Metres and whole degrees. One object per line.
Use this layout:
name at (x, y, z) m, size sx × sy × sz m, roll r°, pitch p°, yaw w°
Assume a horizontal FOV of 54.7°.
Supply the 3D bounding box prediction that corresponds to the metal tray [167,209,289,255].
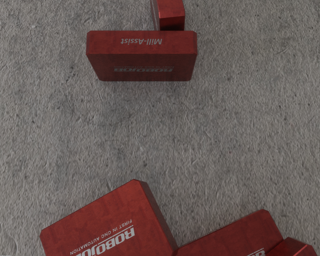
metal tray at (0.081, 0.159, 0.348) m, size 0.131 × 0.030 × 0.090 m, roll -22°, pitch 72°, yaw -8°

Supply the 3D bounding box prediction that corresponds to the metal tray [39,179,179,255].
metal tray at (-0.057, 0.126, 0.341) m, size 0.130 × 0.030 × 0.090 m, roll -30°, pitch 71°, yaw 5°

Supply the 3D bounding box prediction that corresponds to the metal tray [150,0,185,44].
metal tray at (0.007, -0.163, 0.421) m, size 0.030 × 0.090 × 0.130 m, roll -7°, pitch 60°, yaw -3°

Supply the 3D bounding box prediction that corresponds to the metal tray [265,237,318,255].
metal tray at (0.117, 0.187, 0.315) m, size 0.131 × 0.030 × 0.090 m, roll -31°, pitch 95°, yaw -16°

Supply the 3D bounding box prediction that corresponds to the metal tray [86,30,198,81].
metal tray at (-0.021, -0.091, 0.404) m, size 0.131 × 0.090 × 0.030 m, roll 0°, pitch 77°, yaw 0°
